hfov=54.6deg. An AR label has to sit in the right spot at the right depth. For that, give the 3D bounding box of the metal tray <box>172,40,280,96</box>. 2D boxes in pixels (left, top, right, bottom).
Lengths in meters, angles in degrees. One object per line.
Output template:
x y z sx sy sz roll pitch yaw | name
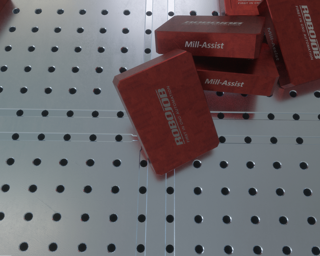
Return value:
0.085 -0.087 0.421 0.131 0.030 0.090 6 42 2 | metal tray

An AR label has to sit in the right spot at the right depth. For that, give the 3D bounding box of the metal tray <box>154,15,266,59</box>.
0.069 -0.124 0.413 0.130 0.030 0.090 8 33 18 | metal tray

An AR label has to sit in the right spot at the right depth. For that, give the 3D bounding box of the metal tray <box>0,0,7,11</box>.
-0.318 -0.202 0.481 0.130 0.030 0.090 19 71 7 | metal tray

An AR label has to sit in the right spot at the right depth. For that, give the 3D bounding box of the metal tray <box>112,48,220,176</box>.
0.011 -0.017 0.373 0.090 0.030 0.130 -26 115 -9 | metal tray

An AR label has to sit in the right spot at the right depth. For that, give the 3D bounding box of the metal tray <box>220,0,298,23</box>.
0.161 -0.202 0.483 0.131 0.030 0.090 -1 70 -1 | metal tray

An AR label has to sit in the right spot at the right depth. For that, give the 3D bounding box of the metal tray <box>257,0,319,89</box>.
0.201 -0.130 0.436 0.090 0.030 0.129 -16 90 -6 | metal tray
